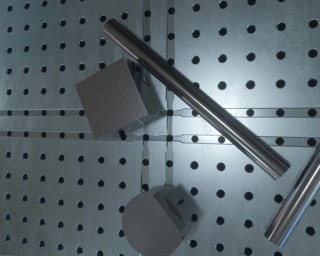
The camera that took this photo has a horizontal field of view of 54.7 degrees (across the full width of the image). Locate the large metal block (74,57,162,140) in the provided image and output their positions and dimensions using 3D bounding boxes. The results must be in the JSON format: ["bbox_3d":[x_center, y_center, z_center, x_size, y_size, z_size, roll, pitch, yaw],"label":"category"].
[{"bbox_3d":[-0.056,-0.037,0.419,0.080,0.050,0.080,-25,82,18],"label":"large metal block"}]

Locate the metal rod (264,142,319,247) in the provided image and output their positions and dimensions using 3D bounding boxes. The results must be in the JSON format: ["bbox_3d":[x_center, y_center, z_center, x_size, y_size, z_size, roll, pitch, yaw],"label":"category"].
[{"bbox_3d":[0.201,0.001,0.341,0.025,0.025,0.298,30,100,17],"label":"metal rod"}]

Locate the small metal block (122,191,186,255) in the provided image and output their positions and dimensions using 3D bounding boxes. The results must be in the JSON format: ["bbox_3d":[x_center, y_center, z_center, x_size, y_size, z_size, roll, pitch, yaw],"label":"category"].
[{"bbox_3d":[-0.007,0.111,0.362,0.050,0.025,0.050,-42,77,15],"label":"small metal block"}]

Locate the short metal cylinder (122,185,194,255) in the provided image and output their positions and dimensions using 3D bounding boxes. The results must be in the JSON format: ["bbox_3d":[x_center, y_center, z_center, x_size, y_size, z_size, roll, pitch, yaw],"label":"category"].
[{"bbox_3d":[-0.001,0.118,0.400,0.080,0.050,0.079,0,90,20],"label":"short metal cylinder"}]

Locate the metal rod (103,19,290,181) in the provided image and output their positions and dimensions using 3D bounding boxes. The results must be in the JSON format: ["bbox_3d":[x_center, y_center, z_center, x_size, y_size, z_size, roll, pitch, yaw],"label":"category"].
[{"bbox_3d":[0.036,-0.045,0.399,0.300,0.025,0.025,42,103,15],"label":"metal rod"}]
